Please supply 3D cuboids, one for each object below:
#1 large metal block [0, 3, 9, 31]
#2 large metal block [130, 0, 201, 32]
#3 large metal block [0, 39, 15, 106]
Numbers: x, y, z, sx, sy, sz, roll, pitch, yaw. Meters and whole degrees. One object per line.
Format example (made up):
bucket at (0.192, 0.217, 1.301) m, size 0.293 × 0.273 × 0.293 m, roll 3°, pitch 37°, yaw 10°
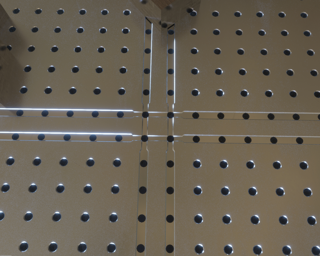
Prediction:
large metal block at (-0.284, -0.179, 0.447) m, size 0.080 × 0.080 × 0.050 m, roll 19°, pitch 71°, yaw 6°
large metal block at (0.007, -0.209, 0.475) m, size 0.080 × 0.050 × 0.080 m, roll -38°, pitch 74°, yaw -13°
large metal block at (-0.258, -0.078, 0.426) m, size 0.080 × 0.050 × 0.080 m, roll 2°, pitch 70°, yaw 0°
